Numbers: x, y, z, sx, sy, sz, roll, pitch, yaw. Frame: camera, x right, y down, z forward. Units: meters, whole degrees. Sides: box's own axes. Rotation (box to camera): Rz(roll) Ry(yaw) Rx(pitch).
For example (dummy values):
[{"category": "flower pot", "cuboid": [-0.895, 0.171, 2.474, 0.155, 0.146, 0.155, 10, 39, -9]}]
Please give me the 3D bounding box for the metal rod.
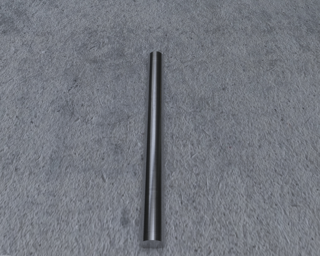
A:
[{"category": "metal rod", "cuboid": [-0.007, 0.001, 0.404, 0.025, 0.025, 0.300, 0, 50, 0]}]
